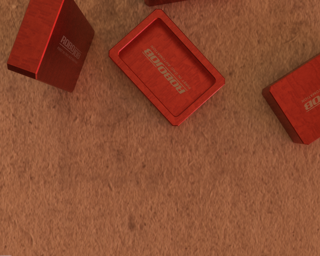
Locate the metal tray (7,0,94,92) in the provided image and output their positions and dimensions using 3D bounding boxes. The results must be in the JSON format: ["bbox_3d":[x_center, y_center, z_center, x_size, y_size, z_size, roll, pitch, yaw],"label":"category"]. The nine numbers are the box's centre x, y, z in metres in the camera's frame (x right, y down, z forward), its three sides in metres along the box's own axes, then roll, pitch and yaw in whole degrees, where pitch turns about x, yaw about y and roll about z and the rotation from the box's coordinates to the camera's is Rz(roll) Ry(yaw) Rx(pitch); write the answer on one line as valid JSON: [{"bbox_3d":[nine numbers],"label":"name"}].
[{"bbox_3d":[-0.117,-0.094,0.356,0.030,0.130,0.090,20,90,0],"label":"metal tray"}]

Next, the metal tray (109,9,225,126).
[{"bbox_3d":[0.009,-0.077,0.407,0.090,0.030,0.130,-42,91,0],"label":"metal tray"}]

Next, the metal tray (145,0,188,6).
[{"bbox_3d":[0.037,-0.219,0.407,0.131,0.030,0.089,-10,90,-1],"label":"metal tray"}]

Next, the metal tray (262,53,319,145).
[{"bbox_3d":[0.216,-0.048,0.410,0.130,0.030,0.090,-33,90,-1],"label":"metal tray"}]
